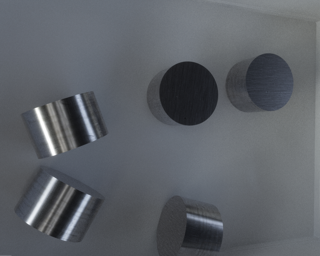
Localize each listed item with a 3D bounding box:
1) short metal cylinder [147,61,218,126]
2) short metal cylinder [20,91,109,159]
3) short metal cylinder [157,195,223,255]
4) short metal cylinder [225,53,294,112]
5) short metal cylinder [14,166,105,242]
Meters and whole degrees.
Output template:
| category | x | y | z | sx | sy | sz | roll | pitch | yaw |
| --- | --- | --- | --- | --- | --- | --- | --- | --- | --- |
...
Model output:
| category | x | y | z | sx | sy | sz | roll | pitch | yaw |
| --- | --- | --- | --- | --- | --- | --- | --- | --- | --- |
| short metal cylinder | 0.029 | -0.043 | 0.407 | 0.081 | 0.050 | 0.080 | 0 | 90 | -20 |
| short metal cylinder | -0.104 | -0.004 | 0.343 | 0.081 | 0.080 | 0.050 | -21 | 97 | -19 |
| short metal cylinder | 0.036 | 0.131 | 0.395 | 0.050 | 0.080 | 0.080 | 19 | 84 | -19 |
| short metal cylinder | 0.144 | -0.063 | 0.450 | 0.081 | 0.050 | 0.080 | 0 | 90 | -20 |
| short metal cylinder | -0.108 | 0.082 | 0.341 | 0.080 | 0.080 | 0.050 | 31 | 80 | -18 |
